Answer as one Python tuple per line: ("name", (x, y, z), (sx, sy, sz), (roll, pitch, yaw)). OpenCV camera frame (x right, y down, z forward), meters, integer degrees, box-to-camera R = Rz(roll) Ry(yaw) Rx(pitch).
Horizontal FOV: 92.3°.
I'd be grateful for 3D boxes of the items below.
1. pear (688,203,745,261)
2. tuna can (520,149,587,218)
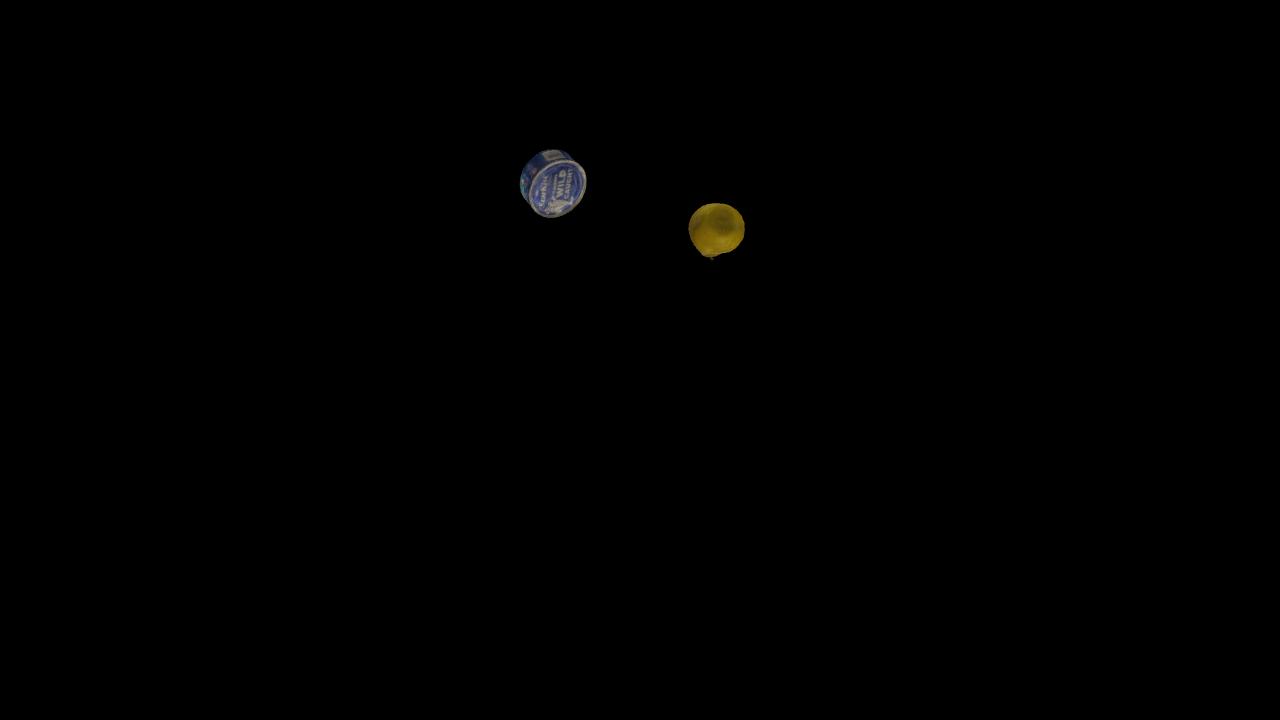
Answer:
("pear", (0.105, -0.180, 0.902), (0.080, 0.080, 0.111), (0, -19, -14))
("tuna can", (-0.114, -0.231, 0.805), (0.084, 0.084, 0.034), (0, 42, -47))
